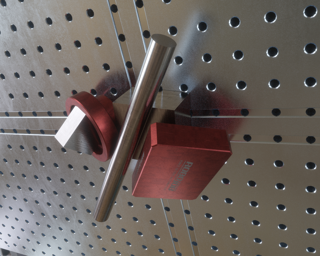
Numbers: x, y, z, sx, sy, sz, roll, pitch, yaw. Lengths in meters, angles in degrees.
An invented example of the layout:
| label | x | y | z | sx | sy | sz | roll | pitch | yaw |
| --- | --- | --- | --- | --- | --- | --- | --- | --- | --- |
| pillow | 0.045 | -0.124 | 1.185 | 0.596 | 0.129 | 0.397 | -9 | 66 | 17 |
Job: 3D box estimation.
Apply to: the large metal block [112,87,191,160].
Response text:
| label | x | y | z | sx | sy | sz | roll | pitch | yaw |
| --- | --- | --- | --- | --- | --- | --- | --- | --- | --- |
| large metal block | -0.007 | -0.003 | 0.395 | 0.080 | 0.050 | 0.079 | 9 | 122 | 23 |

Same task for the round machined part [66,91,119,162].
| label | x | y | z | sx | sy | sz | roll | pitch | yaw |
| --- | --- | --- | --- | --- | --- | --- | --- | --- | --- |
| round machined part | -0.083 | -0.006 | 0.421 | 0.098 | 0.042 | 0.097 | 37 | 145 | 32 |

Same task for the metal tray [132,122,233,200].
| label | x | y | z | sx | sy | sz | roll | pitch | yaw |
| --- | --- | --- | --- | --- | --- | --- | --- | --- | --- |
| metal tray | 0.020 | 0.047 | 0.382 | 0.091 | 0.030 | 0.129 | 6 | 143 | -13 |

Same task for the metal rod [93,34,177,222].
| label | x | y | z | sx | sy | sz | roll | pitch | yaw |
| --- | --- | --- | --- | --- | --- | --- | --- | --- | --- |
| metal rod | -0.043 | 0.025 | 0.383 | 0.025 | 0.025 | 0.298 | 30 | 128 | 8 |

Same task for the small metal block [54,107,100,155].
| label | x | y | z | sx | sy | sz | roll | pitch | yaw |
| --- | --- | --- | --- | --- | --- | --- | --- | --- | --- |
| small metal block | -0.102 | 0.004 | 0.413 | 0.025 | 0.050 | 0.050 | 38 | 95 | 35 |
